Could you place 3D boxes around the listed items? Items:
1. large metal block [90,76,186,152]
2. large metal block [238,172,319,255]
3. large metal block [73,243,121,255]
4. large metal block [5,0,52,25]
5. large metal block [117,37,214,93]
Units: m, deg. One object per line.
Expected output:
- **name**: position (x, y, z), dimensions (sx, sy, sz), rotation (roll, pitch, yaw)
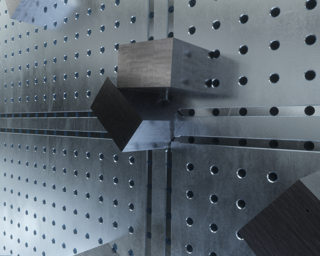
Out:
- **large metal block**: position (-0.028, -0.017, 0.398), dimensions (0.080, 0.081, 0.050), rotation (50, 120, 28)
- **large metal block**: position (0.135, 0.100, 0.282), dimensions (0.080, 0.050, 0.080), rotation (52, 121, 27)
- **large metal block**: position (-0.088, 0.222, 0.448), dimensions (0.080, 0.081, 0.050), rotation (29, 109, 36)
- **large metal block**: position (-0.263, -0.267, 0.613), dimensions (0.080, 0.050, 0.080), rotation (-35, 68, 34)
- **large metal block**: position (0.007, -0.069, 0.369), dimensions (0.080, 0.081, 0.050), rotation (5, 94, 40)
